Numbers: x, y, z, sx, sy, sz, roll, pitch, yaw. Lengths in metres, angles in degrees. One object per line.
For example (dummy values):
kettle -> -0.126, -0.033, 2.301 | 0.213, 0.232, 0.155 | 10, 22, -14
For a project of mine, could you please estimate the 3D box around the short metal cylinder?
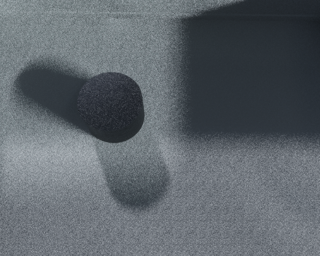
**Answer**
short metal cylinder -> -0.062, -0.026, 0.406 | 0.080, 0.050, 0.080 | 0, 70, 0
